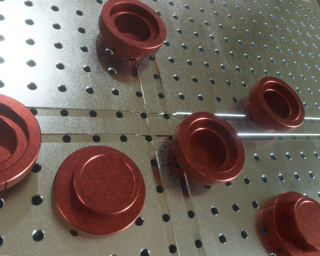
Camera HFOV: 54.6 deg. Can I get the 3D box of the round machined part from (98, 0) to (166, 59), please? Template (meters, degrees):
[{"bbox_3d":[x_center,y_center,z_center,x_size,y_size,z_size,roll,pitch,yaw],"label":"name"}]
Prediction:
[{"bbox_3d":[-0.044,-0.143,0.460,0.099,0.042,0.098,13,56,-21],"label":"round machined part"}]

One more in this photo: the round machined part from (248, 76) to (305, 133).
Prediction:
[{"bbox_3d":[0.189,-0.035,0.519,0.099,0.042,0.098,13,56,-21],"label":"round machined part"}]

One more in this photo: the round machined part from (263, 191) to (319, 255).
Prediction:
[{"bbox_3d":[0.193,0.133,0.420,0.099,0.042,0.098,13,56,-21],"label":"round machined part"}]

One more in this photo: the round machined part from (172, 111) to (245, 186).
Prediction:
[{"bbox_3d":[0.059,0.030,0.410,0.099,0.042,0.098,13,56,-21],"label":"round machined part"}]

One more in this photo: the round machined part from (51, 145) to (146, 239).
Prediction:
[{"bbox_3d":[-0.060,0.062,0.327,0.099,0.042,0.098,13,56,-21],"label":"round machined part"}]

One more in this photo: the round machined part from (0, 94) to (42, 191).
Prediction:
[{"bbox_3d":[-0.168,0.017,0.296,0.099,0.042,0.098,13,56,-21],"label":"round machined part"}]
